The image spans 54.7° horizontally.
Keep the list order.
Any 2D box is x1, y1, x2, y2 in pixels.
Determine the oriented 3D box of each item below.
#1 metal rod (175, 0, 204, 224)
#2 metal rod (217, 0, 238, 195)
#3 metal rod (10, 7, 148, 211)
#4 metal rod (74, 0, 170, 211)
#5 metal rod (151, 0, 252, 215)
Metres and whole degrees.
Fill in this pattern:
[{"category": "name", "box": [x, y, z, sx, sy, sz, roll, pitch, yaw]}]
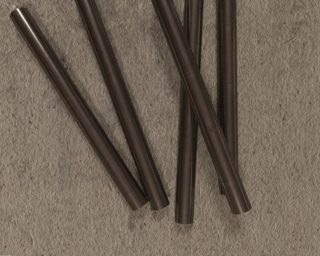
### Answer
[{"category": "metal rod", "box": [0.039, -0.025, 0.410, 0.025, 0.025, 0.298, 3, 90, -1]}, {"category": "metal rod", "box": [0.090, -0.062, 0.411, 0.025, 0.025, 0.298, -1, 90, -1]}, {"category": "metal rod", "box": [-0.106, -0.024, 0.408, 0.025, 0.025, 0.299, -32, 90, 0]}, {"category": "metal rod", "box": [-0.050, -0.036, 0.409, 0.025, 0.025, 0.299, -20, 90, 0]}, {"category": "metal rod", "box": [0.048, -0.037, 0.384, 0.025, 0.025, 0.299, -21, 90, 0]}]
